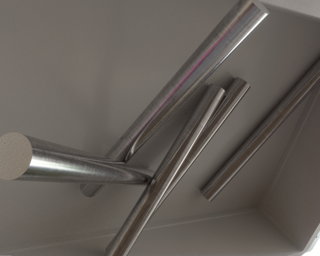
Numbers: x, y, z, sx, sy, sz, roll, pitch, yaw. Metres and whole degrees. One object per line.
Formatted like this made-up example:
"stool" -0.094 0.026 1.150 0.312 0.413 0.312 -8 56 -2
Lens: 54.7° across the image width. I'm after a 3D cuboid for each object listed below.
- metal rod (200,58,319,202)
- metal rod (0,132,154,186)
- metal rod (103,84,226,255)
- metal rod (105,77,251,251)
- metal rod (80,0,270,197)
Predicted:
"metal rod" 0.173 0.002 0.504 0.025 0.025 0.299 35 99 -39
"metal rod" -0.046 0.044 0.305 0.025 0.025 0.300 -43 164 1
"metal rod" -0.001 0.072 0.396 0.025 0.025 0.300 40 78 -39
"metal rod" 0.025 0.055 0.431 0.025 0.025 0.300 38 89 -39
"metal rod" -0.010 -0.008 0.323 0.025 0.025 0.298 15 135 -34
